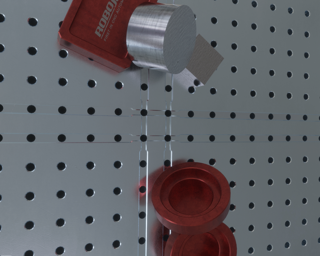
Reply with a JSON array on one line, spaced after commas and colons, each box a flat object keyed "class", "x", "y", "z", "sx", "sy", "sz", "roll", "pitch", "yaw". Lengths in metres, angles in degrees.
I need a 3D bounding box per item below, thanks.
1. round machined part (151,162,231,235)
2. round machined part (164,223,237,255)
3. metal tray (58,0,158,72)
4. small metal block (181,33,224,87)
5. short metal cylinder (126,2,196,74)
[{"class": "round machined part", "x": 0.040, "y": 0.094, "z": 0.399, "sx": 0.099, "sy": 0.098, "sz": 0.042, "roll": -26, "pitch": 133, "yaw": -18}, {"class": "round machined part", "x": 0.052, "y": 0.167, "z": 0.423, "sx": 0.099, "sy": 0.042, "sz": 0.097, "roll": 0, "pitch": 90, "yaw": -20}, {"class": "metal tray", "x": -0.060, "y": -0.147, "z": 0.387, "sx": 0.090, "sy": 0.030, "sz": 0.130, "roll": 24, "pitch": 82, "yaw": -19}, {"class": "small metal block", "x": 0.052, "y": -0.093, "z": 0.432, "sx": 0.050, "sy": 0.025, "sz": 0.050, "roll": 40, "pitch": 77, "yaw": -16}, {"class": "short metal cylinder", "x": 0.004, "y": -0.110, "z": 0.379, "sx": 0.080, "sy": 0.050, "sz": 0.079, "roll": -38, "pitch": 137, "yaw": -47}]
